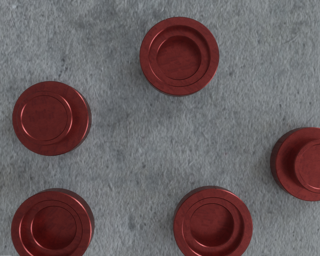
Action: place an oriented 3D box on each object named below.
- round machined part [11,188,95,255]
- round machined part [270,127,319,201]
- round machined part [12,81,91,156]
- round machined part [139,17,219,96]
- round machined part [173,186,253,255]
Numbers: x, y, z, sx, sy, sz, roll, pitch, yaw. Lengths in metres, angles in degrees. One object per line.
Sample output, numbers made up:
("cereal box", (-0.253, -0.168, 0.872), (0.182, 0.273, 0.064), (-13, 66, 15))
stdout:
("round machined part", (-0.134, 0.126, 0.400), (0.099, 0.042, 0.097), (0, 90, -1))
("round machined part", (0.200, 0.048, 0.404), (0.099, 0.042, 0.097), (0, 90, -1))
("round machined part", (-0.142, -0.012, 0.400), (0.099, 0.042, 0.097), (0, 90, -1))
("round machined part", (0.024, -0.089, 0.402), (0.099, 0.042, 0.097), (0, 90, -1))
("round machined part", (0.066, 0.123, 0.403), (0.099, 0.042, 0.097), (0, 90, -1))
